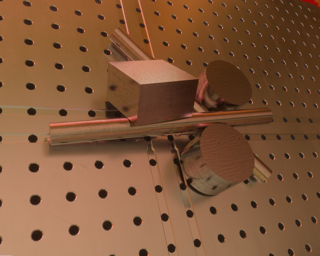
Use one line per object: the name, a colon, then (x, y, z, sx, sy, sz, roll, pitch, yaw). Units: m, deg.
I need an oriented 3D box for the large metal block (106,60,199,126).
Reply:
large metal block: (-0.012, -0.048, 0.387, 0.081, 0.050, 0.080, -11, 33, -32)

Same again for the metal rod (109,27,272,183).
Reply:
metal rod: (0.043, -0.034, 0.448, 0.300, 0.025, 0.025, 44, 51, 2)

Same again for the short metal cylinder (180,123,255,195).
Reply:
short metal cylinder: (0.074, 0.041, 0.402, 0.081, 0.050, 0.080, 14, 56, -21)

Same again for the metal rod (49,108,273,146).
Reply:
metal rod: (0.019, -0.005, 0.396, 0.303, 0.025, 0.025, -5, 64, -24)

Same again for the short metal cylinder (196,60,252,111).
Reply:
short metal cylinder: (0.091, -0.056, 0.471, 0.081, 0.050, 0.080, 14, 56, -21)
